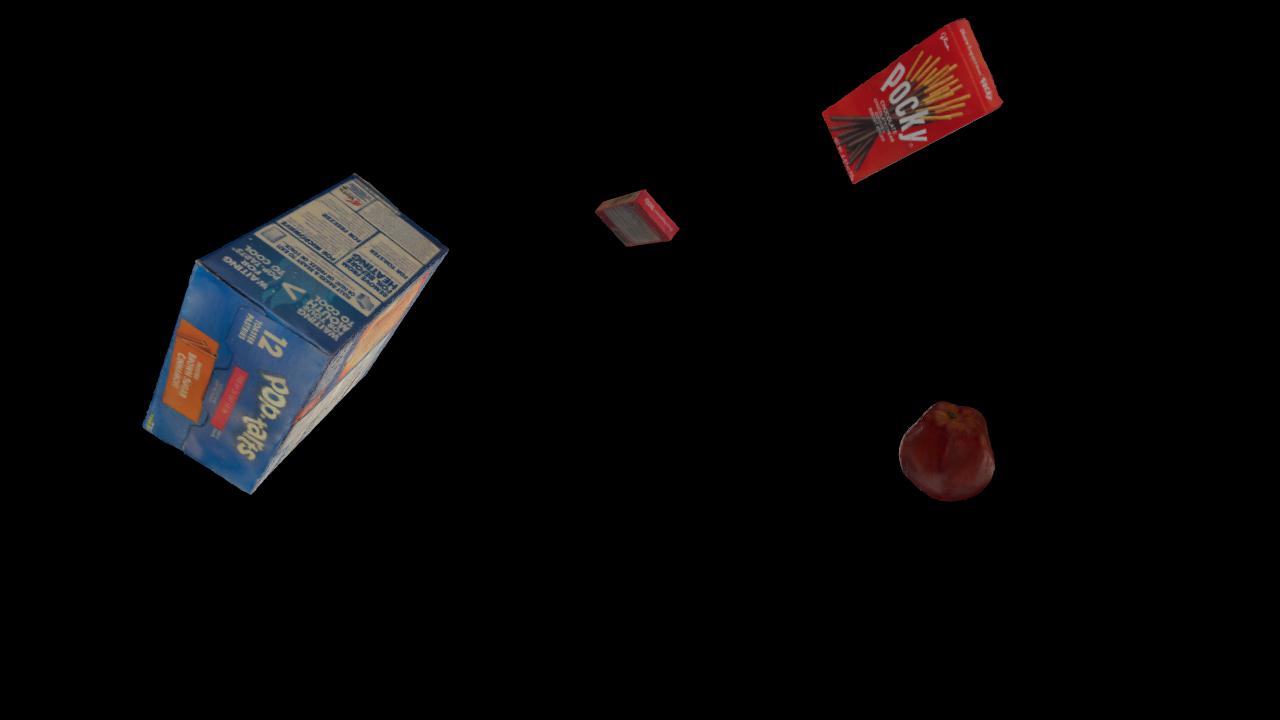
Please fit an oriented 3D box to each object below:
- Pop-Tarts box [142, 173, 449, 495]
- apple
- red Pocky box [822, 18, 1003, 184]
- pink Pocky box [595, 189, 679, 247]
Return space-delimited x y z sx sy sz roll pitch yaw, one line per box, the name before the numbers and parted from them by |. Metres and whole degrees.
Pop-Tarts box | -0.227 -0.018 0.413 0.167 0.083 0.141 -43 16 34
apple | 0.279 0.084 0.561 0.079 0.093 0.079 -9 40 7
red Pocky box | 0.245 -0.234 0.575 0.028 0.083 0.155 -27 4 -27
pink Pocky box | -0.008 -0.223 0.980 0.084 0.029 0.155 44 -14 -24
